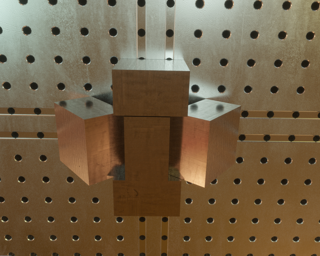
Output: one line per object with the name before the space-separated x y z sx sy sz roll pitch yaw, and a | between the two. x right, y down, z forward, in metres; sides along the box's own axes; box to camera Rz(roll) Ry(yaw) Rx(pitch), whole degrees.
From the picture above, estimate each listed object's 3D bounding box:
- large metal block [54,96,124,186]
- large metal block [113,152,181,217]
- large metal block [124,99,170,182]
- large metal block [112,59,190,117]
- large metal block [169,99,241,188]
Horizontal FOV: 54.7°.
large metal block | -0.086 0.012 0.380 0.050 0.080 0.079 -16 116 -37
large metal block | -0.016 0.071 0.409 0.081 0.080 0.050 1 110 -1
large metal block | -0.015 0.011 0.387 0.050 0.080 0.079 1 110 -1
large metal block | -0.010 -0.050 0.364 0.081 0.080 0.050 1 110 -1
large metal block | 0.056 0.014 0.381 0.050 0.081 0.079 15 114 34
